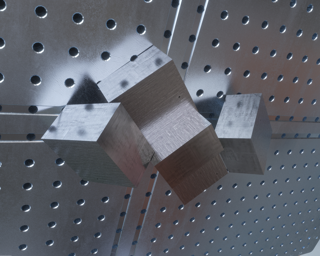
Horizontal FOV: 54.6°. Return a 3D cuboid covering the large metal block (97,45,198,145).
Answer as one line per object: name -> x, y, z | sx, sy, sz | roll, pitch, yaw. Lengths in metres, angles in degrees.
large metal block -> -0.013, -0.035, 0.365 | 0.080, 0.050, 0.080 | -35, 130, -3

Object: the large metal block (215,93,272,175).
large metal block -> 0.120, 0.009, 0.438 | 0.080, 0.050, 0.080 | 58, 44, -39

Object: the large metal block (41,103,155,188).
large metal block -> -0.065, 0.019, 0.342 | 0.080, 0.080, 0.050 | 58, 45, -39

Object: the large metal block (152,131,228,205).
large metal block -> 0.041, 0.051, 0.448 | 0.080, 0.050, 0.080 | -35, 128, -5

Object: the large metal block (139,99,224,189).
large metal block -> 0.019, 0.015, 0.394 | 0.080, 0.080, 0.050 | -36, 131, -4
